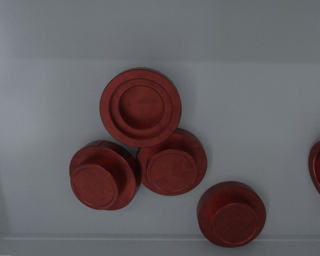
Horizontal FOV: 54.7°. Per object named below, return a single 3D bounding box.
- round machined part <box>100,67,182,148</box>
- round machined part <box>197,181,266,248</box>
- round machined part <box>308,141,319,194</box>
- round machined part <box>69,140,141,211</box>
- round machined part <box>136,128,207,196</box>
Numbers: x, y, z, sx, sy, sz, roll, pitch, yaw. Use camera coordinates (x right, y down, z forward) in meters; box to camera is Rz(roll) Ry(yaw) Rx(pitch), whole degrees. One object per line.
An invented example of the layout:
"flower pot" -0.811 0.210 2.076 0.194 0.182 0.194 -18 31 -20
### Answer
"round machined part" -0.023 -0.028 0.390 0.099 0.042 0.097 0 108 1
"round machined part" 0.104 0.130 0.446 0.099 0.042 0.097 0 103 -1
"round machined part" 0.244 0.057 0.400 0.042 0.098 0.097 -13 111 -13
"round machined part" -0.078 0.069 0.412 0.098 0.042 0.097 6 112 16
"round machined part" 0.016 0.052 0.422 0.099 0.042 0.097 0 110 -1
